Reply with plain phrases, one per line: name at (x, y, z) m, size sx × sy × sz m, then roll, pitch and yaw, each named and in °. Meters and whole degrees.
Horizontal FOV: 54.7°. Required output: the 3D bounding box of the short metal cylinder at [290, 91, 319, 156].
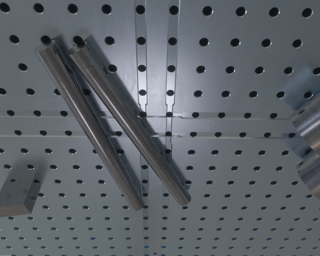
short metal cylinder at (0.207, -0.003, 0.375) m, size 0.080 × 0.080 × 0.050 m, roll 29°, pitch 124°, yaw -23°

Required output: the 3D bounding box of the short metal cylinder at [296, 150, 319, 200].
short metal cylinder at (0.241, 0.063, 0.432) m, size 0.080 × 0.080 × 0.050 m, roll 25°, pitch 126°, yaw -20°

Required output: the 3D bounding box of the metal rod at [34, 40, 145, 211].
metal rod at (-0.081, 0.020, 0.427) m, size 0.025 × 0.025 × 0.299 m, roll -13°, pitch 129°, yaw 11°

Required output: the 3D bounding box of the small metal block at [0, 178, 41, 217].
small metal block at (-0.224, 0.109, 0.486) m, size 0.050 × 0.050 × 0.025 m, roll -8°, pitch 130°, yaw 7°

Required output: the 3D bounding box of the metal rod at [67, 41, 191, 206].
metal rod at (-0.025, 0.015, 0.424) m, size 0.025 × 0.025 × 0.299 m, roll -20°, pitch 128°, yaw 16°
